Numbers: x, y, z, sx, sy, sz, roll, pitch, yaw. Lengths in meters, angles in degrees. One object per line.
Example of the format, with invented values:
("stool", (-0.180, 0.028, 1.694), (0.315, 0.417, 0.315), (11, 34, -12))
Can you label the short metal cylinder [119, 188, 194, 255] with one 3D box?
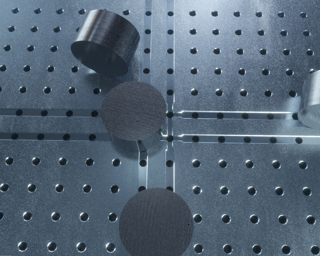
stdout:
("short metal cylinder", (-0.004, 0.113, 0.357), (0.081, 0.050, 0.080), (0, 70, 0))

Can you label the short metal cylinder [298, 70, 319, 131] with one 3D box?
("short metal cylinder", (0.224, -0.033, 0.396), (0.080, 0.080, 0.050), (17, 71, 6))

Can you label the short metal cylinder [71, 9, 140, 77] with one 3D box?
("short metal cylinder", (-0.073, -0.114, 0.423), (0.080, 0.080, 0.050), (16, 71, 6))

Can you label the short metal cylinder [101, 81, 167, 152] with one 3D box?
("short metal cylinder", (-0.032, -0.014, 0.403), (0.081, 0.050, 0.080), (0, 70, 0))
